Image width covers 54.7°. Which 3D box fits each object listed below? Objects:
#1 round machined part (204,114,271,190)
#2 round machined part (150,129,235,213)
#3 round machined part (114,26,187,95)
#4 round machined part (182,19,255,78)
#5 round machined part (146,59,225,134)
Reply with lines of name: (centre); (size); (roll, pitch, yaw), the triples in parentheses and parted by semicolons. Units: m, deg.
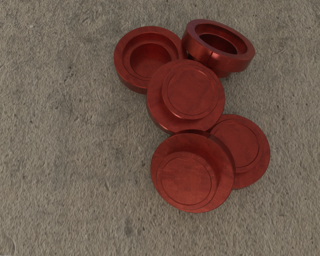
round machined part: (0.091, 0.027, 0.391); (0.099, 0.042, 0.098); (0, 70, -1)
round machined part: (0.034, 0.053, 0.354); (0.098, 0.042, 0.097); (5, 105, 18)
round machined part: (-0.013, -0.089, 0.433); (0.099, 0.042, 0.098); (0, 70, -1)
round machined part: (0.076, -0.105, 0.425); (0.099, 0.042, 0.098); (13, 42, -12)
round machined part: (0.033, -0.039, 0.380); (0.099, 0.042, 0.097); (1, 80, -8)
